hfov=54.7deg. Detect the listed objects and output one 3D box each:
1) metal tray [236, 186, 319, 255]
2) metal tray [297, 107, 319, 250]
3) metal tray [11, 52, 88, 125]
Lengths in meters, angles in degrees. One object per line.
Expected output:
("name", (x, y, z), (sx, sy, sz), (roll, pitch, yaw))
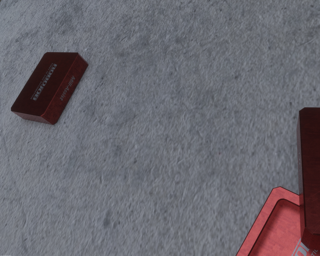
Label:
("metal tray", (0.112, 0.127, 0.263), (0.090, 0.030, 0.130), (25, 75, 36))
("metal tray", (0.168, 0.039, 0.263), (0.090, 0.030, 0.130), (2, 50, 19))
("metal tray", (-0.193, -0.073, 0.544), (0.090, 0.030, 0.130), (9, 66, 31))
